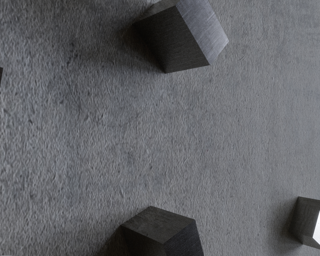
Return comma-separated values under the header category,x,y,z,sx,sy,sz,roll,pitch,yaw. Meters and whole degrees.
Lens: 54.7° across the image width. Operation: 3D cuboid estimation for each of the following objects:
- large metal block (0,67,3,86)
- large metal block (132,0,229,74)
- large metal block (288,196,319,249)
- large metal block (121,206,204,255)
category,x,y,z,sx,sy,sz,roll,pitch,yaw
large metal block,-0.177,-0.015,0.240,0.081,0.050,0.080,10,84,-40
large metal block,0.026,-0.120,0.390,0.050,0.080,0.080,-52,121,-27
large metal block,0.326,0.204,0.662,0.080,0.050,0.080,42,65,-32
large metal block,0.005,0.149,0.374,0.050,0.080,0.080,-24,105,-38
